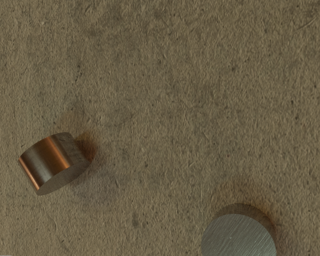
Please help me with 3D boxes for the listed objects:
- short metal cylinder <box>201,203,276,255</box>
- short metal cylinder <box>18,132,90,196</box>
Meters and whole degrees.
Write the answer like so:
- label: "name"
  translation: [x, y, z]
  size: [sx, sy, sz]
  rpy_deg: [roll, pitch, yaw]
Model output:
- label: "short metal cylinder"
  translation: [0.093, 0.134, 0.363]
  size: [0.080, 0.050, 0.080]
  rpy_deg: [0, 90, 20]
- label: "short metal cylinder"
  translation: [-0.146, 0.050, 0.431]
  size: [0.080, 0.080, 0.050]
  rpy_deg: [-40, 78, 16]
